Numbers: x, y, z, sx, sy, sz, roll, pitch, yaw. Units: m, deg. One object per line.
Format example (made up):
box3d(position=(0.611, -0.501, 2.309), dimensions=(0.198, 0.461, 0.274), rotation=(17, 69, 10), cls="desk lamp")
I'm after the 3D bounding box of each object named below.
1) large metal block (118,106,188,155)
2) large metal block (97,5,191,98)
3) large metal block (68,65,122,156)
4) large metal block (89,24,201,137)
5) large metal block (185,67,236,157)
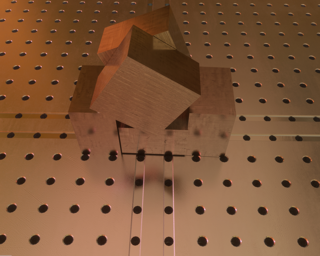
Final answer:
box3d(position=(-0.006, -0.014, 0.400), dimensions=(0.081, 0.050, 0.080), rotation=(2, 50, 1), cls="large metal block")
box3d(position=(-0.013, -0.081, 0.357), dimensions=(0.080, 0.080, 0.050), rotation=(-13, 47, 18), cls="large metal block")
box3d(position=(-0.073, -0.022, 0.389), dimensions=(0.050, 0.080, 0.080), rotation=(2, 50, 1), cls="large metal block")
box3d(position=(-0.015, -0.044, 0.322), dimensions=(0.080, 0.080, 0.050), rotation=(25, 45, -23), cls="large metal block")
box3d(position=(0.059, -0.020, 0.389), dimensions=(0.050, 0.080, 0.080), rotation=(3, 50, 2), cls="large metal block")
